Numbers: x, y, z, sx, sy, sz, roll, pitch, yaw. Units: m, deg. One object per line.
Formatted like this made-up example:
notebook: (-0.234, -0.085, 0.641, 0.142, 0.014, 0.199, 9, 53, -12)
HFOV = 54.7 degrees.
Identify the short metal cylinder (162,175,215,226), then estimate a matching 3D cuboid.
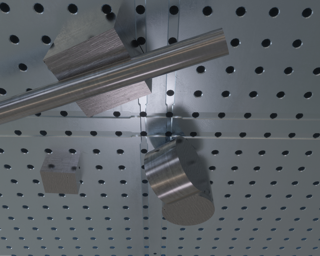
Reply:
short metal cylinder: (0.043, 0.111, 0.490, 0.081, 0.050, 0.079, 0, 130, 0)

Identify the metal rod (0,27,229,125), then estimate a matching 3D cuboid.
metal rod: (-0.083, -0.040, 0.311, 0.301, 0.025, 0.025, -15, 129, 12)

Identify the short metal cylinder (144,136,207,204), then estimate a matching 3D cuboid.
short metal cylinder: (0.022, 0.058, 0.425, 0.050, 0.080, 0.080, -28, 125, 21)

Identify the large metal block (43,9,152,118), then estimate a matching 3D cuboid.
large metal block: (-0.062, -0.068, 0.337, 0.080, 0.050, 0.080, -19, 128, 15)

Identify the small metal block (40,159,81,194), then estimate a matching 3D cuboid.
small metal block: (-0.151, 0.075, 0.474, 0.050, 0.025, 0.050, 3, 130, -3)
